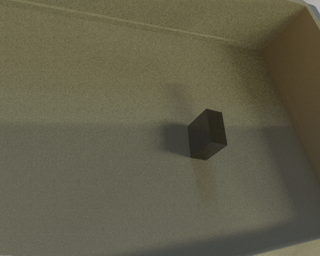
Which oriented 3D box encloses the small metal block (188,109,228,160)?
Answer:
[{"bbox_3d":[0.063,0.010,0.419,0.025,0.050,0.050,11,57,-23],"label":"small metal block"}]
